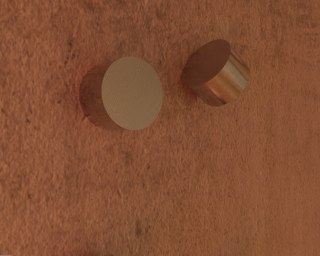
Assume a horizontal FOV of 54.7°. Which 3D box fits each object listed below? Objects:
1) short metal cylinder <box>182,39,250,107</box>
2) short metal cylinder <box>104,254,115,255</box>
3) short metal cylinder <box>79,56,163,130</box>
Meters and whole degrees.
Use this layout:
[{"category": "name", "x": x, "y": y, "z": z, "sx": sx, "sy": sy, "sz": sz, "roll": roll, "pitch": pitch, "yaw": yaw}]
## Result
[{"category": "short metal cylinder", "x": 0.078, "y": -0.077, "z": 0.437, "sx": 0.050, "sy": 0.080, "sz": 0.080, "roll": 37, "pitch": 67, "yaw": -34}, {"category": "short metal cylinder", "x": -0.056, "y": 0.182, "z": 0.324, "sx": 0.050, "sy": 0.080, "sz": 0.080, "roll": -26, "pitch": 106, "yaw": -37}, {"category": "short metal cylinder", "x": -0.044, "y": -0.037, "z": 0.353, "sx": 0.081, "sy": 0.050, "sz": 0.079, "roll": 0, "pitch": 90, "yaw": -40}]
